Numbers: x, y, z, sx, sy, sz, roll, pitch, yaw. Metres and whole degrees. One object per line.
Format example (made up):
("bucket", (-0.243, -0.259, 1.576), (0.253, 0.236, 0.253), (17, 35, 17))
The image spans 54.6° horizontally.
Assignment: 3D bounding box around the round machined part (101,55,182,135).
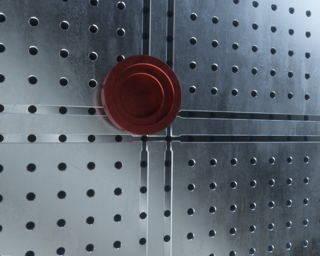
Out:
("round machined part", (-0.026, -0.040, 0.394), (0.099, 0.042, 0.097), (0, 90, -20))
